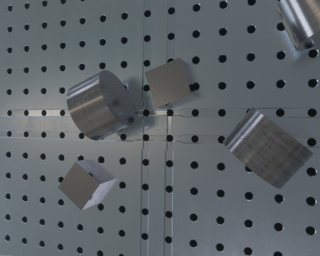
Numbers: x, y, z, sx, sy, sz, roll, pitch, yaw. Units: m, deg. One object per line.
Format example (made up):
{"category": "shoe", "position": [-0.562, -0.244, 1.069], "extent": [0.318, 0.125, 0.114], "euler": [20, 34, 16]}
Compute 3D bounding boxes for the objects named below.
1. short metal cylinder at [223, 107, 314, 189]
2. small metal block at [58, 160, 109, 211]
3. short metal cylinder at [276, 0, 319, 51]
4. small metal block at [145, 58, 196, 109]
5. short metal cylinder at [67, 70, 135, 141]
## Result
{"category": "short metal cylinder", "position": [0.118, 0.021, 0.342], "extent": [0.080, 0.080, 0.050], "euler": [41, 103, 15]}
{"category": "small metal block", "position": [-0.112, 0.082, 0.452], "extent": [0.050, 0.025, 0.050], "euler": [39, 102, 15]}
{"category": "short metal cylinder", "position": [0.171, -0.123, 0.323], "extent": [0.080, 0.080, 0.050], "euler": [-25, 82, 18]}
{"category": "small metal block", "position": [0.014, -0.057, 0.408], "extent": [0.050, 0.025, 0.050], "euler": [-19, 84, 19]}
{"category": "short metal cylinder", "position": [-0.076, -0.030, 0.410], "extent": [0.050, 0.080, 0.080], "euler": [-24, 82, 18]}
